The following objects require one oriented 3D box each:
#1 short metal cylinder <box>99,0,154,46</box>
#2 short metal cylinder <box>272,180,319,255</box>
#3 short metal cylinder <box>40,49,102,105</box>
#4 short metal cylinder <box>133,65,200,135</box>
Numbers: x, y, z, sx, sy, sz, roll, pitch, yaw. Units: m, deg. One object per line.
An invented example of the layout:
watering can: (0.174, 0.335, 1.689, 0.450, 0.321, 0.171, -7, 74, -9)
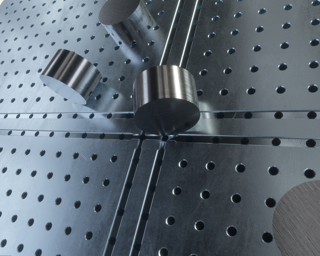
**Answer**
short metal cylinder: (-0.058, -0.191, 0.538, 0.080, 0.050, 0.080, -13, 56, 20)
short metal cylinder: (0.141, 0.091, 0.263, 0.080, 0.050, 0.080, -13, 56, 20)
short metal cylinder: (-0.141, -0.080, 0.494, 0.080, 0.080, 0.050, 15, 70, 34)
short metal cylinder: (0.007, -0.033, 0.388, 0.080, 0.080, 0.050, -17, 55, 18)
